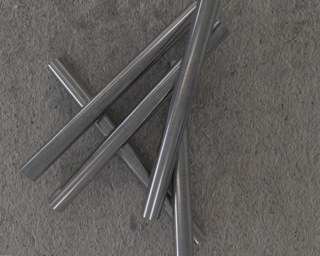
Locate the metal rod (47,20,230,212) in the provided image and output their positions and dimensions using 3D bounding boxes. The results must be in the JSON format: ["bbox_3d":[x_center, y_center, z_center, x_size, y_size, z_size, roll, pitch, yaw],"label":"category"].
[{"bbox_3d":[-0.027,-0.014,0.382,0.025,0.025,0.300,43,91,0],"label":"metal rod"}]

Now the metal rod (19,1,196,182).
[{"bbox_3d":[-0.053,-0.051,0.389,0.025,0.025,0.300,44,82,0],"label":"metal rod"}]

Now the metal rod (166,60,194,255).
[{"bbox_3d":[0.026,0.063,0.391,0.025,0.025,0.298,-2,82,0],"label":"metal rod"}]

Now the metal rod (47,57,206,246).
[{"bbox_3d":[-0.043,0.031,0.409,0.025,0.025,0.300,-39,90,0],"label":"metal rod"}]

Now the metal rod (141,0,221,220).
[{"bbox_3d":[0.026,-0.033,0.362,0.025,0.025,0.298,15,100,0],"label":"metal rod"}]
